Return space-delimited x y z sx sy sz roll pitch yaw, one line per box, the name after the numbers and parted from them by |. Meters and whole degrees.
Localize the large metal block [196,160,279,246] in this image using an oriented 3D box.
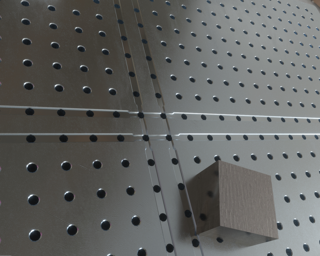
0.094 0.095 0.387 0.081 0.050 0.080 18 55 -18 | large metal block
